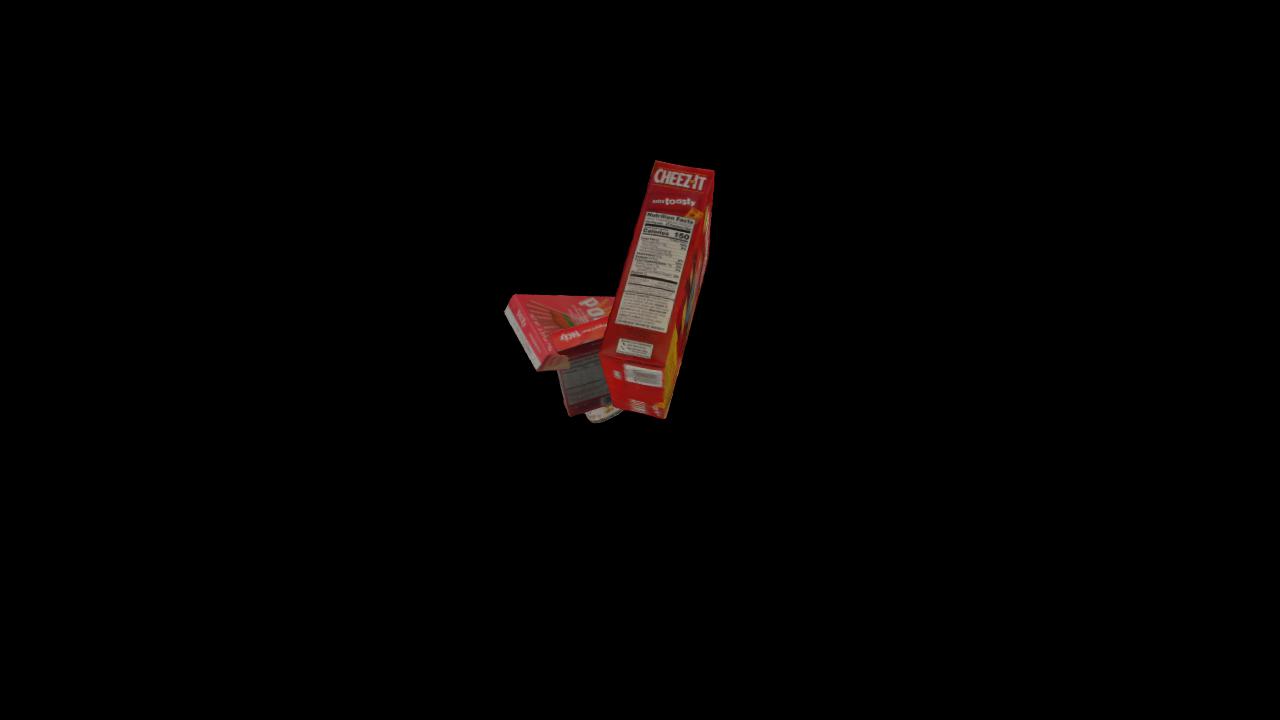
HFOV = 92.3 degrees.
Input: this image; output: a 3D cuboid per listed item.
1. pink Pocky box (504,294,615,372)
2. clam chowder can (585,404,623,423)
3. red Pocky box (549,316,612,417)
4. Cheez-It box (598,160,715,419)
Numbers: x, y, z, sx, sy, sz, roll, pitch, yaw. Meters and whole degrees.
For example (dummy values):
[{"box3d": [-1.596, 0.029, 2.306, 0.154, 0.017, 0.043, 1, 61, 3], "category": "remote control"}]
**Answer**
[{"box3d": [-0.058, -0.031, 0.651, 0.155, 0.084, 0.029, -4, -39, -44], "category": "pink Pocky box"}, {"box3d": [-0.060, 0.020, 0.768, 0.068, 0.102, 0.068, -28, 18, 10], "category": "clam chowder can"}, {"box3d": [-0.047, 0.008, 0.659, 0.083, 0.028, 0.155, -16, -28, -10], "category": "red Pocky box"}, {"box3d": [0.023, -0.068, 0.649, 0.071, 0.223, 0.166, 13, -20, 8], "category": "Cheez-It box"}]
